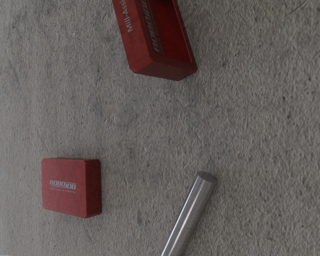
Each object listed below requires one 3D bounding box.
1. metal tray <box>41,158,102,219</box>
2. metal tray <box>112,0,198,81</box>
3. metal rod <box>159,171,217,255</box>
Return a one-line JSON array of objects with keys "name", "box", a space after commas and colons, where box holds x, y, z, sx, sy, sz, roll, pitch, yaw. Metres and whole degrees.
[{"name": "metal tray", "box": [-0.154, 0.098, 0.529, 0.130, 0.030, 0.089, -3, 88, 40]}, {"name": "metal tray", "box": [-0.008, -0.125, 0.369, 0.030, 0.091, 0.129, -25, 75, 37]}, {"name": "metal rod", "box": [0.002, 0.189, 0.402, 0.025, 0.025, 0.298, 34, 111, 35]}]
